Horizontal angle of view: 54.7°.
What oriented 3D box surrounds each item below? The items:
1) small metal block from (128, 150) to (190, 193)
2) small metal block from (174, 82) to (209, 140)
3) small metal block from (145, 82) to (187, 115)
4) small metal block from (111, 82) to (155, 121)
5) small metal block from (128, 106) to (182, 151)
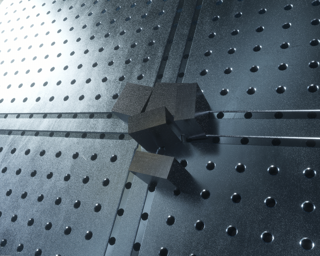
[{"bbox_3d":[0.000,0.051,0.360,0.050,0.050,0.025,7,66,31],"label":"small metal block"},{"bbox_3d":[0.040,-0.020,0.382,0.025,0.050,0.050,-7,59,24],"label":"small metal block"},{"bbox_3d":[0.014,-0.034,0.421,0.050,0.025,0.050,6,64,30],"label":"small metal block"},{"bbox_3d":[-0.034,-0.035,0.446,0.050,0.025,0.050,15,69,34],"label":"small metal block"},{"bbox_3d":[-0.006,0.002,0.393,0.050,0.050,0.025,-16,56,19],"label":"small metal block"}]
